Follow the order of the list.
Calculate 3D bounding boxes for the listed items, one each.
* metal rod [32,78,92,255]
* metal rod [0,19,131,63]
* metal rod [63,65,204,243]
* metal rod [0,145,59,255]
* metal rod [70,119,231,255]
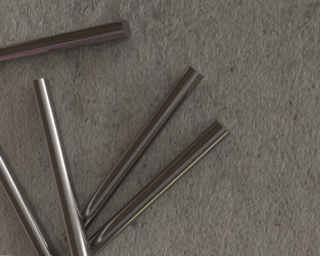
[{"bbox_3d":[-0.137,0.068,0.436,0.025,0.025,0.299,-23,76,18],"label":"metal rod"},{"bbox_3d":[-0.187,-0.124,0.473,0.301,0.025,0.025,-5,88,19],"label":"metal rod"},{"bbox_3d":[-0.042,0.044,0.422,0.025,0.025,0.299,40,102,15],"label":"metal rod"},{"bbox_3d":[-0.206,0.135,0.479,0.025,0.025,0.299,-36,79,16],"label":"metal rod"},{"bbox_3d":[-0.025,0.100,0.416,0.299,0.025,0.025,-45,77,14],"label":"metal rod"}]
